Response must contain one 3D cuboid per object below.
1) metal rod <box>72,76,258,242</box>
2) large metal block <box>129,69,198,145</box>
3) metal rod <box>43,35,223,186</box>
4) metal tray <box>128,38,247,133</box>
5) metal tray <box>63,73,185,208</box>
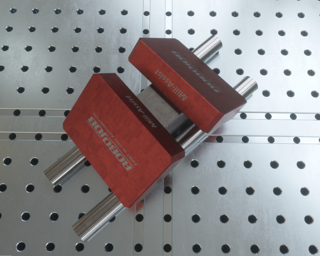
[{"bbox_3d":[0.016,0.031,0.401,0.301,0.025,0.025,-40,75,-14],"label":"metal rod"},{"bbox_3d":[0.001,-0.016,0.388,0.080,0.080,0.050,-40,75,-13],"label":"large metal block"},{"bbox_3d":[-0.027,-0.032,0.423,0.301,0.025,0.025,-41,75,-14],"label":"metal rod"},{"bbox_3d":[0.035,-0.057,0.375,0.130,0.030,0.091,45,32,14],"label":"metal tray"},{"bbox_3d":[-0.045,0.012,0.349,0.130,0.030,0.090,48,120,15],"label":"metal tray"}]
